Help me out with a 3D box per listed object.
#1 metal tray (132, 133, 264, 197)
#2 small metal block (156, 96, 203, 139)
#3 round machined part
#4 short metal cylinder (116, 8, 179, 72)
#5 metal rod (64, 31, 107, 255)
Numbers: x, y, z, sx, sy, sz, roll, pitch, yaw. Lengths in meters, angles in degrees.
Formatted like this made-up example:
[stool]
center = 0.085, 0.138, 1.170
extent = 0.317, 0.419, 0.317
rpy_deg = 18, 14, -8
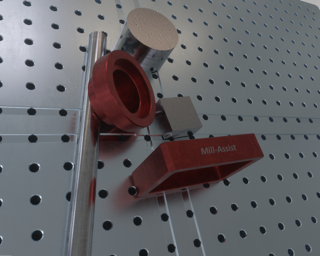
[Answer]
[metal tray]
center = 0.044, 0.043, 0.363
extent = 0.131, 0.090, 0.030
rpy_deg = -4, 64, -30
[small metal block]
center = 0.024, -0.015, 0.431
extent = 0.050, 0.025, 0.050
rpy_deg = -8, 66, -32
[round machined part]
center = -0.049, -0.041, 0.378
extent = 0.098, 0.042, 0.098
rpy_deg = 41, 39, -44
[short metal cylinder]
center = -0.020, -0.130, 0.461
extent = 0.081, 0.050, 0.080
rpy_deg = 14, 56, -21
[metal rod]
center = -0.082, 0.002, 0.362
extent = 0.025, 0.025, 0.299
rpy_deg = 12, 57, -22
